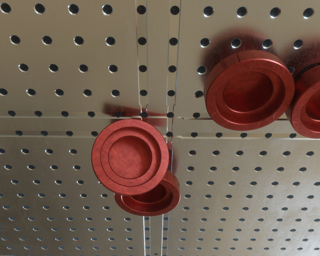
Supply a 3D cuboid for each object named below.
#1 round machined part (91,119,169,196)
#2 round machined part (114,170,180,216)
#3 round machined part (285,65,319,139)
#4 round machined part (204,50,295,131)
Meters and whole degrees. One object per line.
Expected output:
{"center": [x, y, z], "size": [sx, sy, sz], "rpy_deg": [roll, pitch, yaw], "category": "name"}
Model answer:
{"center": [-0.040, 0.040, 0.410], "size": [0.099, 0.098, 0.042], "rpy_deg": [11, 165, -9], "category": "round machined part"}
{"center": [-0.019, 0.090, 0.477], "size": [0.099, 0.042, 0.097], "rpy_deg": [0, 130, 0], "category": "round machined part"}
{"center": [0.197, -0.036, 0.368], "size": [0.099, 0.042, 0.097], "rpy_deg": [-3, 131, -3], "category": "round machined part"}
{"center": [0.100, -0.047, 0.361], "size": [0.099, 0.042, 0.097], "rpy_deg": [0, 130, 0], "category": "round machined part"}
